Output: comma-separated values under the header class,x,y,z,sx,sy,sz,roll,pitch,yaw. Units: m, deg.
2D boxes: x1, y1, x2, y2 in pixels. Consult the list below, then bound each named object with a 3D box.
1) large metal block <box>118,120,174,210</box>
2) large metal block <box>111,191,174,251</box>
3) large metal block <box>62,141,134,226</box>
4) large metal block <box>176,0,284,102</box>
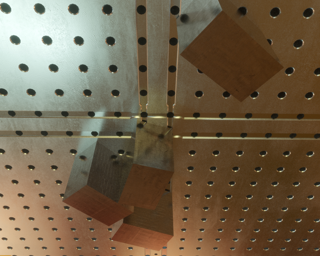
class,x,y,z,sx,sy,sz,roll,pitch,yaw
large metal block,-0.019,0.050,0.417,0.050,0.080,0.079,14,129,-11
large metal block,-0.027,0.138,0.493,0.080,0.080,0.050,20,127,-16
large metal block,-0.081,0.079,0.442,0.050,0.080,0.080,-35,122,26
large metal block,0.064,-0.085,0.304,0.080,0.080,0.050,32,123,-24
